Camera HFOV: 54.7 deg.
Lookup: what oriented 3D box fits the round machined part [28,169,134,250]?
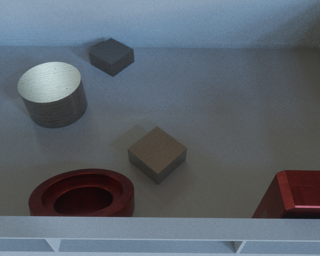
[{"bbox_3d":[-0.075,0.081,0.307,0.099,0.042,0.098,0,19,0],"label":"round machined part"}]

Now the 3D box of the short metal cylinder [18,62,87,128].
[{"bbox_3d":[-0.145,-0.046,0.425,0.081,0.050,0.080,0,50,0],"label":"short metal cylinder"}]

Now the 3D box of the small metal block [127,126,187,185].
[{"bbox_3d":[-0.003,0.032,0.378,0.050,0.025,0.050,36,58,26],"label":"small metal block"}]

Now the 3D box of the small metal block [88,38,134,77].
[{"bbox_3d":[-0.078,-0.115,0.501,0.050,0.025,0.050,32,57,23],"label":"small metal block"}]

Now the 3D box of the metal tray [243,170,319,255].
[{"bbox_3d":[0.132,0.084,0.268,0.091,0.129,0.030,1,50,0],"label":"metal tray"}]
